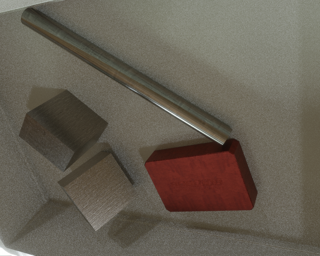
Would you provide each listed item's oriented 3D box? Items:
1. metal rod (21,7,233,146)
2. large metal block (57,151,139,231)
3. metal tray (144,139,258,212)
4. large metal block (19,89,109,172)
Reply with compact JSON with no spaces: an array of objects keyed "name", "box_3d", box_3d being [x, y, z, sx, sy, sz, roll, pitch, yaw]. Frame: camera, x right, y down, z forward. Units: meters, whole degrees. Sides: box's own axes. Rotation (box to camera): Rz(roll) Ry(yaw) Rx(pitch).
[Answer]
[{"name":"metal rod","box_3d":[-0.046,-0.067,0.389,0.301,0.025,0.025,32,128,6]},{"name":"large metal block","box_3d":[-0.093,0.092,0.468,0.080,0.080,0.050,59,156,-15]},{"name":"metal tray","box_3d":[0.054,0.068,0.418,0.130,0.030,0.090,-11,113,32]},{"name":"large metal block","box_3d":[-0.136,0.002,0.444,0.080,0.080,0.050,39,129,1]}]
